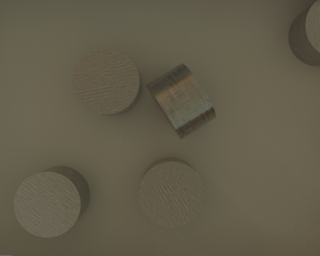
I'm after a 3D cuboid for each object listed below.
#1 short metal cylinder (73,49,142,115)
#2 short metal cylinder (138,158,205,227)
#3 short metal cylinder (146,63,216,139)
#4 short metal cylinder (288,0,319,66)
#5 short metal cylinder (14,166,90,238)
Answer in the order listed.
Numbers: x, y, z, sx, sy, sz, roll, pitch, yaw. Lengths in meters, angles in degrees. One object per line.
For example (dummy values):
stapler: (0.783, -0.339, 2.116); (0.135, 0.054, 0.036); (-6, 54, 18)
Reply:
short metal cylinder: (-0.065, -0.056, 0.398); (0.081, 0.050, 0.080); (0, 90, 0)
short metal cylinder: (0.014, 0.080, 0.399); (0.081, 0.050, 0.080); (0, 90, 0)
short metal cylinder: (0.026, -0.032, 0.384); (0.050, 0.080, 0.080); (-33, 90, 0)
short metal cylinder: (0.216, -0.124, 0.400); (0.081, 0.050, 0.080); (0, 90, 0)
short metal cylinder: (-0.136, 0.092, 0.398); (0.081, 0.050, 0.080); (0, 90, 0)
